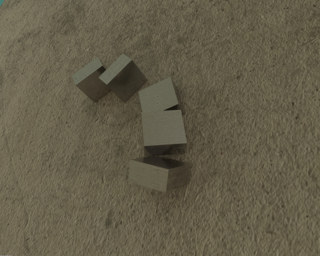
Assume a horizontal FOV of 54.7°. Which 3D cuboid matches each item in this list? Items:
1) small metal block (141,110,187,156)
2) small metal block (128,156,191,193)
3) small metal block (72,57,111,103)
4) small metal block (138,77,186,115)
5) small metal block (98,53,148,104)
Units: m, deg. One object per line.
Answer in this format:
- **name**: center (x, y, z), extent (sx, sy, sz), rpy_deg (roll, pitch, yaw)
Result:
- **small metal block**: center (0.004, 0.006, 0.385), extent (0.050, 0.025, 0.050), rpy_deg (-4, 56, -5)
- **small metal block**: center (0.000, 0.050, 0.353), extent (0.050, 0.050, 0.025), rpy_deg (10, 97, 32)
- **small metal block**: center (-0.100, -0.074, 0.486), extent (0.050, 0.050, 0.025), rpy_deg (-35, 51, 5)
- **small metal block**: center (0.002, -0.035, 0.425), extent (0.050, 0.025, 0.050), rpy_deg (-23, 53, 14)
- **small metal block**: center (-0.054, -0.073, 0.461), extent (0.050, 0.050, 0.025), rpy_deg (-46, 51, -4)
